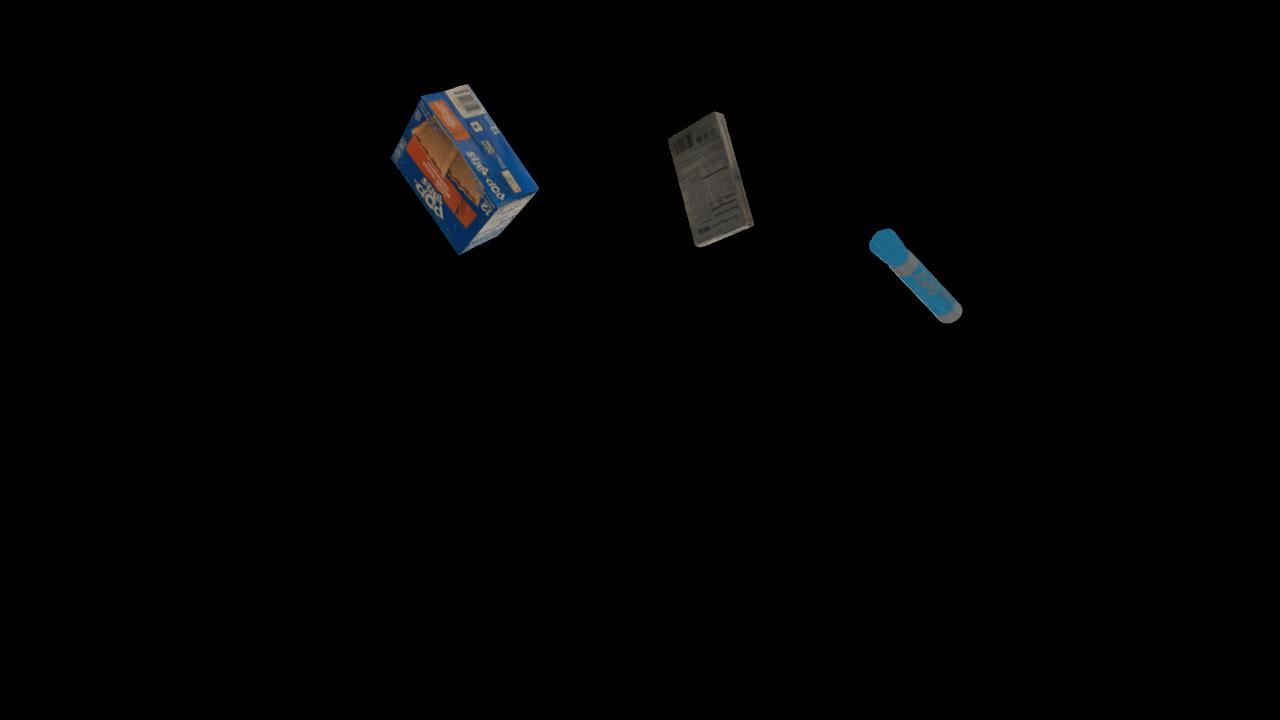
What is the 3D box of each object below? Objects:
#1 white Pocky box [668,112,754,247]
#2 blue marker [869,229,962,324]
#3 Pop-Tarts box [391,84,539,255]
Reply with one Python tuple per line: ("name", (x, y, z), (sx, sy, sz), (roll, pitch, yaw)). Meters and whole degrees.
("white Pocky box", (0.092, -0.236, 0.813), (0.084, 0.154, 0.028), (-17, -3, 40))
("blue marker", (0.198, -0.058, 0.438), (0.121, 0.020, 0.020), (27, -18, -38))
("Pop-Tarts box", (-0.243, -0.257, 0.844), (0.083, 0.167, 0.141), (-38, 7, -41))
